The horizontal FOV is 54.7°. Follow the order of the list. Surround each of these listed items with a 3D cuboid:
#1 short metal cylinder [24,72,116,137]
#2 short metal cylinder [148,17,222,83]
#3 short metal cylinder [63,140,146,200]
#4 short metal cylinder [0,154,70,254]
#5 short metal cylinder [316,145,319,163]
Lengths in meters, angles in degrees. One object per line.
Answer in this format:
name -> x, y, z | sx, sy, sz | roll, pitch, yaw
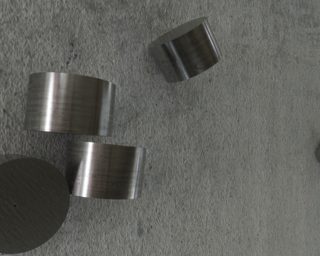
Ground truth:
short metal cylinder -> -0.085, -0.019, 0.298 | 0.081, 0.080, 0.050 | 7, 86, -40
short metal cylinder -> 0.032, -0.100, 0.395 | 0.080, 0.080, 0.050 | -43, 116, -31
short metal cylinder -> -0.057, 0.042, 0.321 | 0.081, 0.080, 0.050 | 10, 84, -40
short metal cylinder -> -0.130, 0.065, 0.279 | 0.081, 0.050, 0.080 | 0, 90, -40
short metal cylinder -> 0.409, 0.055, 0.711 | 0.050, 0.080, 0.080 | -49, 119, -29
